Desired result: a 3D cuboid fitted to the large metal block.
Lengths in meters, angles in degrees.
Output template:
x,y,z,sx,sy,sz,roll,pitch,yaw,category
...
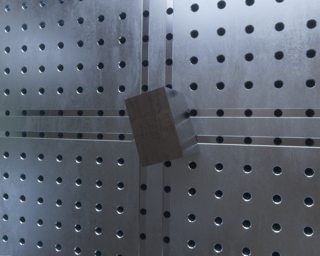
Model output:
x,y,z,sx,sy,sz,roll,pitch,yaw,category
0.006,-0.001,0.381,0.050,0.080,0.080,-17,85,19,large metal block
